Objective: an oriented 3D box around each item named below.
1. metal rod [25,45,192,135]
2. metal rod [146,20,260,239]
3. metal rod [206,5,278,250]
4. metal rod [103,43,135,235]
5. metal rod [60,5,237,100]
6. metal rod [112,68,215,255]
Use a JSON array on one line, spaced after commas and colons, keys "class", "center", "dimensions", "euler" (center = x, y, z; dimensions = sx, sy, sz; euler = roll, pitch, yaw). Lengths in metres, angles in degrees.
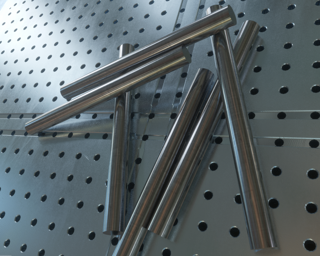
[{"class": "metal rod", "center": [-0.092, -0.047, 0.458], "dimensions": [0.300, 0.025, 0.025], "euler": [-20, 54, 26]}, {"class": "metal rod", "center": [0.061, -0.012, 0.383], "dimensions": [0.025, 0.025, 0.300], "euler": [15, 69, 34]}, {"class": "metal rod", "center": [0.086, -0.022, 0.353], "dimensions": [0.025, 0.025, 0.299], "euler": [-15, 63, 20]}, {"class": "metal rod", "center": [-0.054, -0.005, 0.440], "dimensions": [0.025, 0.025, 0.300], "euler": [-14, 56, 21]}, {"class": "metal rod", "center": [-0.037, -0.097, 0.444], "dimensions": [0.300, 0.025, 0.025], "euler": [-17, 54, 32]}, {"class": "metal rod", "center": [0.001, 0.055, 0.374], "dimensions": [0.025, 0.025, 0.300], "euler": [13, 68, 33]}]
